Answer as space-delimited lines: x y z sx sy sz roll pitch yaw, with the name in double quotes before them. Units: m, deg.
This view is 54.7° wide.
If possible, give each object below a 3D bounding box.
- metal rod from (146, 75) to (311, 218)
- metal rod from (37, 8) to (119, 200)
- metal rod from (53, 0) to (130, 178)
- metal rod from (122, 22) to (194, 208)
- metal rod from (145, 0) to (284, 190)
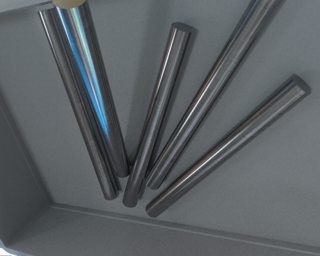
"metal rod" 0.064 0.044 0.401 0.025 0.025 0.298 41 129 0
"metal rod" -0.111 -0.018 0.453 0.025 0.025 0.298 1 119 27
"metal rod" -0.062 -0.015 0.355 0.025 0.025 0.299 21 150 15
"metal rod" -0.012 0.007 0.417 0.025 0.025 0.298 26 128 11
"metal rod" 0.045 -0.021 0.370 0.025 0.025 0.298 33 129 6
